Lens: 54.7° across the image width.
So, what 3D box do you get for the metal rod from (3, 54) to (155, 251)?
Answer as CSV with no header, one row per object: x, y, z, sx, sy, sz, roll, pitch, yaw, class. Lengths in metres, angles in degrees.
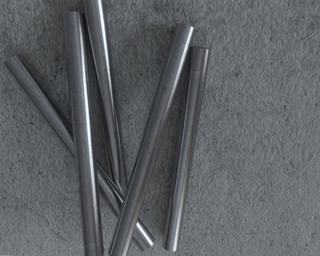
-0.099,0.039,0.405,0.025,0.025,0.299,-31,101,11,metal rod

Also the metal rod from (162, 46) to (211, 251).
0.033,0.042,0.425,0.025,0.025,0.298,6,110,-2,metal rod

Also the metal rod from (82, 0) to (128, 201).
-0.065,-0.015,0.403,0.025,0.025,0.298,-4,110,1,metal rod

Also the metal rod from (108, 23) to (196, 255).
-0.012,0.022,0.384,0.025,0.025,0.298,16,97,-6,metal rod

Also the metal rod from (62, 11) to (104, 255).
-0.092,0.015,0.377,0.025,0.025,0.298,-3,96,1,metal rod
